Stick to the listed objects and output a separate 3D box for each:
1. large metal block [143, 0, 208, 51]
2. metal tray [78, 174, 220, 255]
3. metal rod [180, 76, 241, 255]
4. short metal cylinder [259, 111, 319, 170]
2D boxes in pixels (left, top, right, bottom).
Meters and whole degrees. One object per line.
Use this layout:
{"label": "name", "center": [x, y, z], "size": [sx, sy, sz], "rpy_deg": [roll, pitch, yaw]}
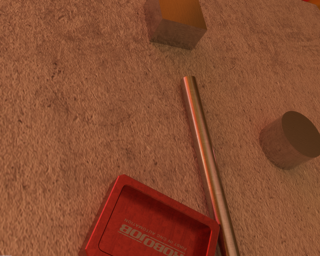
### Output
{"label": "large metal block", "center": [0.023, -0.183, 0.514], "size": [0.081, 0.050, 0.080], "rpy_deg": [5, 60, -26]}
{"label": "metal tray", "center": [-0.006, 0.118, 0.326], "size": [0.131, 0.030, 0.090], "rpy_deg": [29, 52, -10]}
{"label": "metal rod", "center": [0.066, 0.059, 0.404], "size": [0.025, 0.025, 0.299], "rpy_deg": [5, 60, -26]}
{"label": "short metal cylinder", "center": [0.206, 0.020, 0.490], "size": [0.081, 0.050, 0.080], "rpy_deg": [14, 56, -21]}
